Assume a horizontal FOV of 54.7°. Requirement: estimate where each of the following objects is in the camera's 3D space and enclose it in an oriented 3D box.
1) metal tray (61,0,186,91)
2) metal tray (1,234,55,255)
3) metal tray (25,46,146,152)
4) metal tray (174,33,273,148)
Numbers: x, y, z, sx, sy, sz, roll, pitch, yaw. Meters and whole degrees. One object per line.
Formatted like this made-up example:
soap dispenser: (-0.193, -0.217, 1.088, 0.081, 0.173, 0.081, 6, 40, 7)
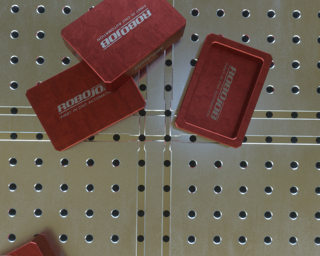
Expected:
metal tray: (-0.044, -0.120, 0.391, 0.130, 0.030, 0.090, -41, 82, -13)
metal tray: (-0.169, 0.221, 0.409, 0.090, 0.030, 0.130, -29, 90, -1)
metal tray: (-0.095, -0.037, 0.410, 0.130, 0.030, 0.090, -28, 90, -1)
metal tray: (0.082, -0.048, 0.411, 0.090, 0.030, 0.129, 20, 90, -1)
